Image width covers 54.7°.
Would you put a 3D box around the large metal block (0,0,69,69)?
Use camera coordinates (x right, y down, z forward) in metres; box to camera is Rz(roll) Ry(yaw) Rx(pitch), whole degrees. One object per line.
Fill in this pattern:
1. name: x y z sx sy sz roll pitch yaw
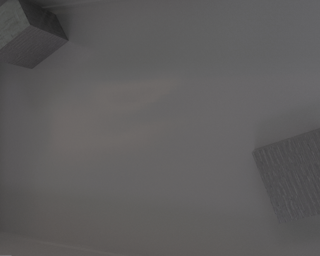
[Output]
1. large metal block: -0.198 -0.135 0.451 0.080 0.080 0.050 -31 80 17

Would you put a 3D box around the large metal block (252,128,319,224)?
1. large metal block: 0.156 0.050 0.342 0.080 0.050 0.080 -21 83 18
